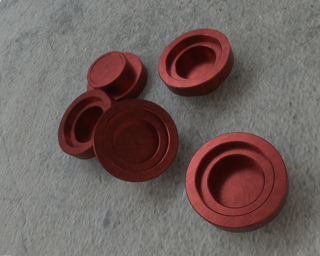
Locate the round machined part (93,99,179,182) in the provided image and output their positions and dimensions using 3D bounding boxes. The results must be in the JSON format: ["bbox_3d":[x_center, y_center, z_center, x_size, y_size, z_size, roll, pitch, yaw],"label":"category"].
[{"bbox_3d":[-0.029,0.017,0.377,0.099,0.042,0.097,1,79,-7],"label":"round machined part"}]

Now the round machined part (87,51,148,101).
[{"bbox_3d":[-0.072,-0.079,0.478,0.098,0.042,0.098,-13,56,20],"label":"round machined part"}]

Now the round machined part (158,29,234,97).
[{"bbox_3d":[0.051,-0.082,0.416,0.098,0.042,0.098,-13,56,20],"label":"round machined part"}]

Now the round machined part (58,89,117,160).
[{"bbox_3d":[-0.093,-0.002,0.435,0.098,0.042,0.098,-16,58,28],"label":"round machined part"}]

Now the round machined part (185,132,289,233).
[{"bbox_3d":[0.079,0.057,0.316,0.098,0.042,0.098,-13,56,20],"label":"round machined part"}]
